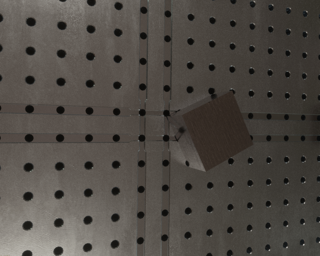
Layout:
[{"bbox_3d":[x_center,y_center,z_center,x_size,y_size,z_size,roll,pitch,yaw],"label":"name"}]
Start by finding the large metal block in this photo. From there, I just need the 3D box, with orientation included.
[{"bbox_3d":[0.069,0.003,0.426,0.081,0.050,0.080,-26,99,-18],"label":"large metal block"}]
